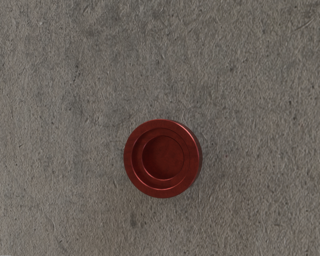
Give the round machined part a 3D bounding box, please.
[{"bbox_3d":[0.006,0.037,0.398,0.098,0.042,0.097,0,90,19],"label":"round machined part"}]
